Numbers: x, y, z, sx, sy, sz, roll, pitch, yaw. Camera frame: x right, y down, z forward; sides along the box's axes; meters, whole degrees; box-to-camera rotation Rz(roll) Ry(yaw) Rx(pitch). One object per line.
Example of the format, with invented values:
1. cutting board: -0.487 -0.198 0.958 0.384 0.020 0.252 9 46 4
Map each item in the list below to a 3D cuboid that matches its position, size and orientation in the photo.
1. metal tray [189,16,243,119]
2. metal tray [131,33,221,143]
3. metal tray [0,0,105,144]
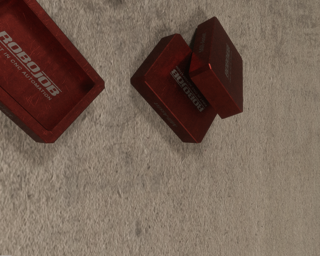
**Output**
1. metal tray: 0.084 -0.088 0.441 0.090 0.030 0.130 47 38 -31
2. metal tray: 0.030 -0.051 0.429 0.130 0.030 0.090 48 62 -30
3. metal tray: -0.126 -0.059 0.296 0.130 0.030 0.090 51 60 -28
